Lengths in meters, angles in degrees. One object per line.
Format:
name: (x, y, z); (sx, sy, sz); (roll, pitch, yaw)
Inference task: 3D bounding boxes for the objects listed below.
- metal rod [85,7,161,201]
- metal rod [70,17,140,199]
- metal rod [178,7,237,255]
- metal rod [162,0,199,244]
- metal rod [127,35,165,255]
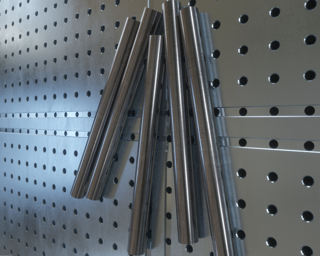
metal rod: (-0.058, -0.024, 0.459); (0.025, 0.025, 0.298); (32, 110, 35)
metal rod: (-0.087, -0.020, 0.482); (0.025, 0.025, 0.298); (34, 111, 35)
metal rod: (0.055, 0.004, 0.365); (0.025, 0.025, 0.299); (-13, 82, 39)
metal rod: (0.025, -0.010, 0.390); (0.025, 0.025, 0.299); (-7, 86, 40)
metal rod: (-0.018, 0.027, 0.425); (0.025, 0.025, 0.298); (10, 97, 39)
